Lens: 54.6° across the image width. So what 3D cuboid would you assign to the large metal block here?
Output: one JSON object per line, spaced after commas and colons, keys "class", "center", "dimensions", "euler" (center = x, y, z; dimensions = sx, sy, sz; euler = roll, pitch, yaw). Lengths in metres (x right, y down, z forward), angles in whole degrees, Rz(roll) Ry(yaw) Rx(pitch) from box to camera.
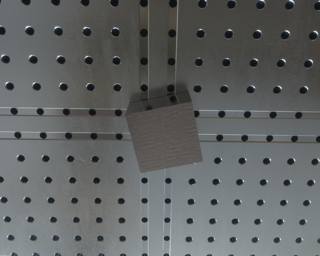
{"class": "large metal block", "center": [0.006, 0.004, 0.401], "dimensions": [0.080, 0.050, 0.080], "euler": [-11, 110, 4]}
